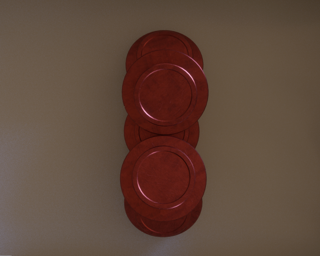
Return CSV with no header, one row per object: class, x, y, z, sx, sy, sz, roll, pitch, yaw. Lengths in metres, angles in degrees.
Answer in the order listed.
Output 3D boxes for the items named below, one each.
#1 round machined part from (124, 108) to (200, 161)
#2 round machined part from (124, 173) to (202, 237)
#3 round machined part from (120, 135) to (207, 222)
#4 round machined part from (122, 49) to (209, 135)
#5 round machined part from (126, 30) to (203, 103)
round machined part,0.002,0.004,0.401,0.099,0.042,0.097,0,89,0
round machined part,0.004,0.095,0.388,0.099,0.042,0.097,0,105,0
round machined part,0.004,0.056,0.350,0.099,0.042,0.098,0,79,0
round machined part,0.006,-0.039,0.350,0.099,0.042,0.097,0,102,0
round machined part,0.006,-0.082,0.390,0.099,0.042,0.098,0,74,-1
